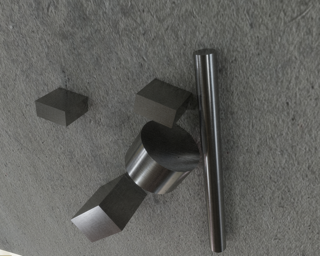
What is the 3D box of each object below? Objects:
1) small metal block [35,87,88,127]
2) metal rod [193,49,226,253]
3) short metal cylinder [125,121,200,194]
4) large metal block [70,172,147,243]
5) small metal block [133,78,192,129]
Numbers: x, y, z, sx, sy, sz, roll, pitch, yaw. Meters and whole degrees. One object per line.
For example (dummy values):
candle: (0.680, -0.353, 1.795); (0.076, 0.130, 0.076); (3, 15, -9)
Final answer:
small metal block: (-0.139, -0.031, 0.443); (0.050, 0.050, 0.025); (19, 126, 17)
metal rod: (0.068, 0.049, 0.400); (0.025, 0.025, 0.298); (5, 121, 25)
short metal cylinder: (0.003, 0.036, 0.391); (0.080, 0.080, 0.050); (37, 129, 3)
large metal block: (-0.079, 0.125, 0.488); (0.080, 0.080, 0.050); (-33, 100, 38)
small metal block: (0.004, -0.031, 0.369); (0.050, 0.050, 0.025); (24, 127, 13)
